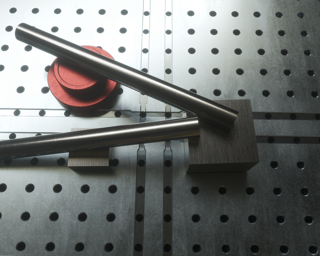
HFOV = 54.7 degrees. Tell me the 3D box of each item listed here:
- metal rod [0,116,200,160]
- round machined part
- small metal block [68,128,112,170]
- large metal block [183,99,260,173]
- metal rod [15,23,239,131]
[{"bbox_3d":[-0.104,0.016,0.375,0.301,0.025,0.025,-7,70,8],"label":"metal rod"},{"bbox_3d":[-0.106,-0.074,0.428,0.099,0.042,0.098,0,70,-1],"label":"round machined part"},{"bbox_3d":[-0.089,0.028,0.401,0.050,0.025,0.050,0,70,-1],"label":"small metal block"},{"bbox_3d":[0.073,0.011,0.392,0.081,0.050,0.080,-2,70,-1],"label":"large metal block"},{"bbox_3d":[-0.049,-0.068,0.385,0.301,0.025,0.025,24,72,11],"label":"metal rod"}]
